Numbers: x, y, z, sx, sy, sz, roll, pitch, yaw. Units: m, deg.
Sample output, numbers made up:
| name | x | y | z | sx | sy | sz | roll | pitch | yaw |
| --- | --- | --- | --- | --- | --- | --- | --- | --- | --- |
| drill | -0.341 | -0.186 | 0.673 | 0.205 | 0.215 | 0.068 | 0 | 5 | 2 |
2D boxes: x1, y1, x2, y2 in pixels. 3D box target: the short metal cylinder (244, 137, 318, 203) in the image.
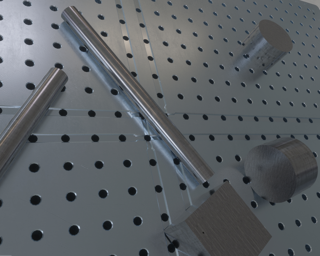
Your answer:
| name | x | y | z | sx | sy | sz | roll | pitch | yaw |
| --- | --- | --- | --- | --- | --- | --- | --- | --- | --- |
| short metal cylinder | 0.165 | 0.057 | 0.428 | 0.050 | 0.080 | 0.080 | -14 | 69 | -34 |

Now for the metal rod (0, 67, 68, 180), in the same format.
| name | x | y | z | sx | sy | sz | roll | pitch | yaw |
| --- | --- | --- | --- | --- | --- | --- | --- | --- | --- |
| metal rod | -0.165 | 0.048 | 0.289 | 0.025 | 0.025 | 0.300 | 28 | 52 | -11 |

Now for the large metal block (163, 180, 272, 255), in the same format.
| name | x | y | z | sx | sy | sz | roll | pitch | yaw |
| --- | --- | --- | --- | --- | --- | --- | --- | --- | --- |
| large metal block | 0.066 | 0.121 | 0.354 | 0.081 | 0.050 | 0.080 | -31 | 79 | -38 |

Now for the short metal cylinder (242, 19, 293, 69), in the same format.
| name | x | y | z | sx | sy | sz | roll | pitch | yaw |
| --- | --- | --- | --- | --- | --- | --- | --- | --- | --- |
| short metal cylinder | 0.209 | -0.164 | 0.605 | 0.081 | 0.050 | 0.080 | 14 | 56 | -21 |

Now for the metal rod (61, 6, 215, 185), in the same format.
| name | x | y | z | sx | sy | sz | roll | pitch | yaw |
| --- | --- | --- | --- | --- | --- | --- | --- | --- | --- |
| metal rod | -0.034 | -0.048 | 0.419 | 0.025 | 0.025 | 0.300 | -34 | 81 | -38 |
